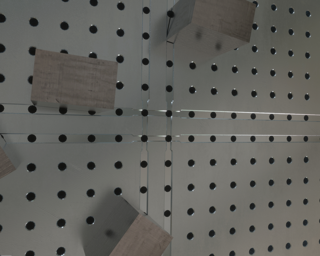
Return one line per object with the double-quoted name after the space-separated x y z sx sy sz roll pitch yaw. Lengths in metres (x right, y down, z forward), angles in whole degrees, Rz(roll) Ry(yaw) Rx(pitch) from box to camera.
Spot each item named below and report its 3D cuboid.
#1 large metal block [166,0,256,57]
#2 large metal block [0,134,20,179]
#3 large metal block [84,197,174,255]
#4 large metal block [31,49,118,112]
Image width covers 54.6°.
0.064 -0.137 0.406 0.081 0.080 0.050 12 86 -20 "large metal block"
-0.208 0.029 0.323 0.080 0.050 0.080 -32 101 -17 "large metal block"
-0.041 0.138 0.368 0.050 0.080 0.080 40 77 -16 "large metal block"
-0.097 -0.048 0.347 0.081 0.080 0.050 5 88 -20 "large metal block"
